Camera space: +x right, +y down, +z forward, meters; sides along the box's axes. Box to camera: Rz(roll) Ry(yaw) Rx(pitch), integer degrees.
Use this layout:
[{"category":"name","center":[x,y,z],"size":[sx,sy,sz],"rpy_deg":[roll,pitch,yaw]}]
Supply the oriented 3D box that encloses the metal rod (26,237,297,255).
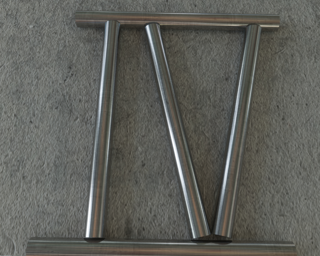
[{"category":"metal rod","center":[0.002,0.141,0.357],"size":[0.302,0.025,0.025],"rpy_deg":[1,70,0]}]

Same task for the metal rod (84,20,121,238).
[{"category":"metal rod","center":[-0.073,-0.013,0.412],"size":[0.025,0.025,0.299],"rpy_deg":[1,70,0]}]

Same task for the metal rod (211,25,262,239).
[{"category":"metal rod","center":[0.106,-0.010,0.413],"size":[0.025,0.025,0.299],"rpy_deg":[13,70,4]}]

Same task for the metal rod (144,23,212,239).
[{"category":"metal rod","center":[0.018,-0.010,0.412],"size":[0.025,0.025,0.299],"rpy_deg":[-11,70,-4]}]

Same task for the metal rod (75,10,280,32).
[{"category":"metal rod","center":[0.026,-0.162,0.469],"size":[0.302,0.025,0.025],"rpy_deg":[1,70,0]}]
